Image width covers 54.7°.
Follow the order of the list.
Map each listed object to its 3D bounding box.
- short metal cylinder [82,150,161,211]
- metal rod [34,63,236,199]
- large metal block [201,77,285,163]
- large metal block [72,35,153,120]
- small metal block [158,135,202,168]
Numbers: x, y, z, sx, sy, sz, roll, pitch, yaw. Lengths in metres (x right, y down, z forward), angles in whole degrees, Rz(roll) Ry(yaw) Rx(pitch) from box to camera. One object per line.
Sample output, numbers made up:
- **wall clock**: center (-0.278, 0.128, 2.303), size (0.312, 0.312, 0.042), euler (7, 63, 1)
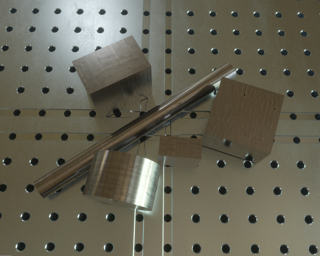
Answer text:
- **short metal cylinder**: center (-0.043, 0.062, 0.359), size (0.080, 0.080, 0.050), euler (11, 71, 3)
- **metal rod**: center (-0.024, -0.003, 0.412), size (0.301, 0.025, 0.025), euler (-33, 74, -12)
- **large metal block**: center (0.104, -0.009, 0.400), size (0.080, 0.050, 0.080), euler (18, 71, 6)
- **large metal block**: center (-0.058, -0.063, 0.406), size (0.080, 0.080, 0.050), euler (-27, 73, -10)
- **small metal block**: center (0.024, 0.031, 0.388), size (0.050, 0.050, 0.025), euler (5, 70, 1)
